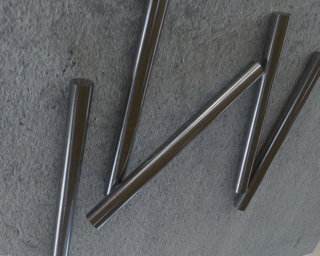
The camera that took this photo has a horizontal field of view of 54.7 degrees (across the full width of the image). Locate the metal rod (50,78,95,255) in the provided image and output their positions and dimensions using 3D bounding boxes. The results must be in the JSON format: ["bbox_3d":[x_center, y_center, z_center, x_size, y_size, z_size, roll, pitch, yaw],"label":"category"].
[{"bbox_3d":[-0.117,0.082,0.393,0.025,0.025,0.298,0,118,-29],"label":"metal rod"}]

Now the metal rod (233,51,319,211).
[{"bbox_3d":[0.199,0.017,0.525,0.025,0.025,0.298,8,115,-32],"label":"metal rod"}]

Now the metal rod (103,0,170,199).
[{"bbox_3d":[-0.029,-0.041,0.365,0.025,0.025,0.298,1,118,-29],"label":"metal rod"}]

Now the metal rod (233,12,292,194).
[{"bbox_3d":[0.150,-0.020,0.475,0.025,0.025,0.298,-11,123,-23],"label":"metal rod"}]

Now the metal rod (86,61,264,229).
[{"bbox_3d":[0.025,0.018,0.410,0.301,0.025,0.025,-43,130,-7],"label":"metal rod"}]
